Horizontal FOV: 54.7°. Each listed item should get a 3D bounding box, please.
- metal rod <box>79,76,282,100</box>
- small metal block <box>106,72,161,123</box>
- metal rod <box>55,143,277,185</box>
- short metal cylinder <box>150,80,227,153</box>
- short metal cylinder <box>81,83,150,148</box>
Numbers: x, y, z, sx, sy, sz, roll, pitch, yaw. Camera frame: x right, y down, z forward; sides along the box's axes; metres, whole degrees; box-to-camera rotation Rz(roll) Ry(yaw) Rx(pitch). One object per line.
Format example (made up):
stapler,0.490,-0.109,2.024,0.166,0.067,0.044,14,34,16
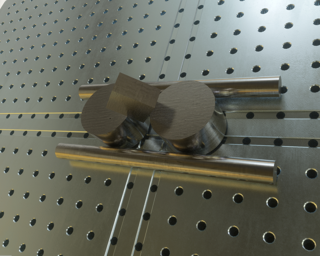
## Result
metal rod,0.008,-0.053,0.432,0.300,0.025,0.025,2,63,29
small metal block,-0.033,-0.034,0.367,0.050,0.050,0.025,22,66,-10
metal rod,-0.014,0.040,0.387,0.300,0.025,0.025,3,63,29
short metal cylinder,0.035,-0.011,0.376,0.080,0.050,0.080,-13,56,21
short metal cylinder,-0.061,-0.015,0.429,0.080,0.050,0.080,-13,56,21
